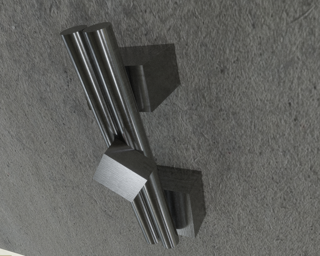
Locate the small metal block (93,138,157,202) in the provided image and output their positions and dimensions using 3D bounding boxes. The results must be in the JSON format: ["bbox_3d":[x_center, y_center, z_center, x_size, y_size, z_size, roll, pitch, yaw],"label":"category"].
[{"bbox_3d":[-0.038,0.046,0.331,0.050,0.025,0.050,32,134,0],"label":"small metal block"}]

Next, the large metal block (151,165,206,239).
[{"bbox_3d":[0.017,0.103,0.446,0.080,0.050,0.079,5,121,25],"label":"large metal block"}]

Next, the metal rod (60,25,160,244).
[{"bbox_3d":[-0.043,0.033,0.357,0.025,0.025,0.298,3,127,27],"label":"metal rod"}]

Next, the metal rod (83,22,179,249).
[{"bbox_3d":[-0.020,0.034,0.346,0.025,0.025,0.298,3,127,27],"label":"metal rod"}]

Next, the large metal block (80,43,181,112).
[{"bbox_3d":[-0.032,-0.059,0.353,0.080,0.080,0.050,3,120,26],"label":"large metal block"}]
